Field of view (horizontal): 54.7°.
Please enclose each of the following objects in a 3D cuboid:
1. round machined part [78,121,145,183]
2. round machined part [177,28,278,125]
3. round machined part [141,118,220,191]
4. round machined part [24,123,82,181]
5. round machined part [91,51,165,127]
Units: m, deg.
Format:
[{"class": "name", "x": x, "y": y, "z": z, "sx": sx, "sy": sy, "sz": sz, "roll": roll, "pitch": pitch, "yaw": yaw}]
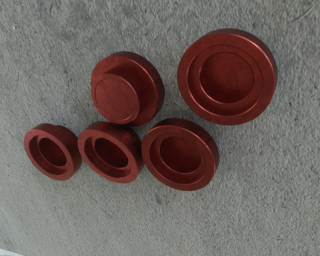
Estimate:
[{"class": "round machined part", "x": -0.064, "y": 0.029, "z": 0.443, "sx": 0.098, "sy": 0.042, "sz": 0.097, "roll": 17, "pitch": 133, "yaw": 19}, {"class": "round machined part", "x": 0.071, "y": -0.055, "z": 0.324, "sx": 0.098, "sy": 0.042, "sz": 0.097, "roll": 13, "pitch": 124, "yaw": 21}, {"class": "round machined part", "x": 0.029, "y": 0.030, "z": 0.399, "sx": 0.098, "sy": 0.042, "sz": 0.097, "roll": 13, "pitch": 124, "yaw": 21}, {"class": "round machined part", "x": -0.168, "y": 0.035, "z": 0.506, "sx": 0.098, "sy": 0.042, "sz": 0.097, "roll": 13, "pitch": 124, "yaw": 21}, {"class": "round machined part", "x": -0.047, "y": -0.044, "z": 0.394, "sx": 0.098, "sy": 0.042, "sz": 0.097, "roll": 13, "pitch": 124, "yaw": 21}]
